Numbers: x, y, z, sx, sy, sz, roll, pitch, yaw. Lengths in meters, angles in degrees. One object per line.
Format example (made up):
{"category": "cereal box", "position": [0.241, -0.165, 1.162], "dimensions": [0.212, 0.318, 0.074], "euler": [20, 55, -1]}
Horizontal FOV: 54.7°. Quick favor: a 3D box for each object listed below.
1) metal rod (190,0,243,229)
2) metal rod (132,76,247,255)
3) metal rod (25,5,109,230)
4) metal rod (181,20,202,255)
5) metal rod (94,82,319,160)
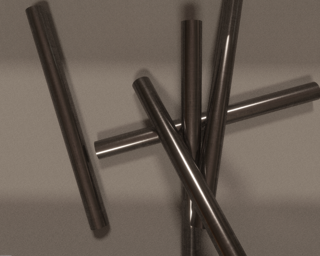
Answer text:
{"category": "metal rod", "position": [0.073, -0.029, 0.388], "dimensions": [0.025, 0.025, 0.299], "euler": [10, 80, -1]}
{"category": "metal rod", "position": [0.038, 0.061, 0.353], "dimensions": [0.025, 0.025, 0.299], "euler": [-27, 66, 0]}
{"category": "metal rod", "position": [-0.122, -0.013, 0.409], "dimensions": [0.025, 0.025, 0.298], "euler": [-17, 90, 0]}
{"category": "metal rod", "position": [0.039, 0.021, 0.389], "dimensions": [0.025, 0.025, 0.298], "euler": [-1, 99, -1]}
{"category": "metal rod", "position": [0.063, -0.010, 0.412], "dimensions": [0.302, 0.025, 0.025], "euler": [-15, 90, -1]}
